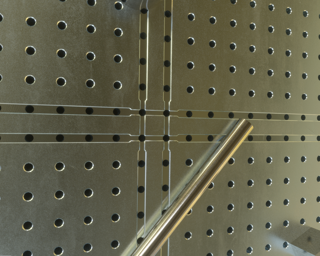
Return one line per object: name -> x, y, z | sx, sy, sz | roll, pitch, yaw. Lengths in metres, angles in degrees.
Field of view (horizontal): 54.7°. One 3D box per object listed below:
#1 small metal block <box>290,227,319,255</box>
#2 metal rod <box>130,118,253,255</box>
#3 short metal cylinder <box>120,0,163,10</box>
small metal block -> 0.248, 0.190, 0.494 | 0.050, 0.050, 0.025 | -27, 99, -18
metal rod -> 0.032, 0.104, 0.425 | 0.025, 0.025, 0.300 | 45, 76, -15
short metal cylinder -> -0.020, -0.198, 0.393 | 0.081, 0.050, 0.079 | 0, 90, -20
